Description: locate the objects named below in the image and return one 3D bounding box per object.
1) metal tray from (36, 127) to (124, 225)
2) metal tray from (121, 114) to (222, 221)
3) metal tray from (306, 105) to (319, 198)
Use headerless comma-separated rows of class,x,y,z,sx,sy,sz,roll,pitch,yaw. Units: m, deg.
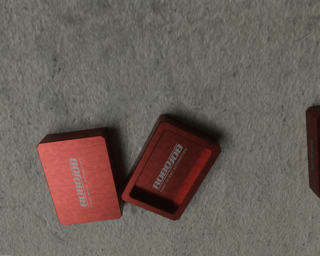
metal tray,-0.106,0.069,0.431,0.091,0.030,0.129,-8,110,2
metal tray,0.013,0.057,0.428,0.090,0.030,0.129,25,108,-10
metal tray,0.252,0.029,0.421,0.090,0.030,0.129,-11,110,3
